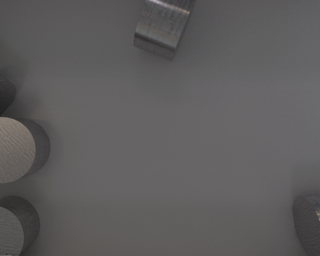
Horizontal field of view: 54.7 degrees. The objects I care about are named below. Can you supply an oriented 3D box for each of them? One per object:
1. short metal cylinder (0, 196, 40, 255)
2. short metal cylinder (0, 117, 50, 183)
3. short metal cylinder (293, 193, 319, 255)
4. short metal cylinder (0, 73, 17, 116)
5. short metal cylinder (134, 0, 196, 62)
[{"bbox_3d":[-0.204,0.132,0.397,0.081,0.050,0.080,0,90,0],"label":"short metal cylinder"},{"bbox_3d":[-0.190,0.027,0.397,0.081,0.050,0.080,0,90,0],"label":"short metal cylinder"},{"bbox_3d":[0.208,0.121,0.385,0.050,0.080,0.080,-7,90,0],"label":"short metal cylinder"},{"bbox_3d":[-0.228,-0.041,0.382,0.050,0.080,0.080,42,90,0],"label":"short metal cylinder"},{"bbox_3d":[0.006,-0.129,0.384,0.050,0.080,0.080,22,90,0],"label":"short metal cylinder"}]
